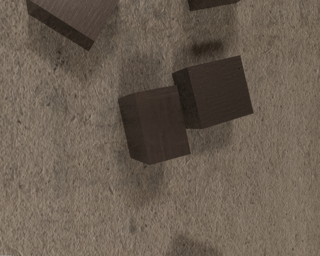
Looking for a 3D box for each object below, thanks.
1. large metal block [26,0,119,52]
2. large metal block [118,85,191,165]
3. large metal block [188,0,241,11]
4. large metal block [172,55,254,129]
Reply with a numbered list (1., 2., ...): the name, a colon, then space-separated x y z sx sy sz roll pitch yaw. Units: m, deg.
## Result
1. large metal block: -0.096 -0.150 0.361 0.080 0.050 0.080 31 80 -18
2. large metal block: -0.010 -0.004 0.377 0.050 0.080 0.080 -13 95 -20
3. large metal block: 0.086 -0.200 0.413 0.081 0.080 0.050 -18 96 -20
4. large metal block: 0.071 -0.048 0.423 0.081 0.050 0.080 -16 96 -20
